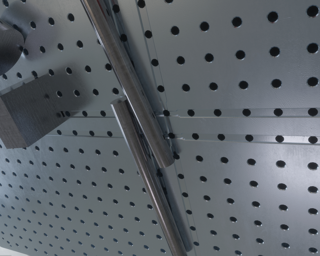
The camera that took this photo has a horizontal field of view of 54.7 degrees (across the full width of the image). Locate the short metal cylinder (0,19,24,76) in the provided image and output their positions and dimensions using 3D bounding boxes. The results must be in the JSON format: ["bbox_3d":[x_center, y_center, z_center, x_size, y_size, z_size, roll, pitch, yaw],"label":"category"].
[{"bbox_3d":[-0.239,-0.116,0.430,0.050,0.080,0.079,36,129,4],"label":"short metal cylinder"}]

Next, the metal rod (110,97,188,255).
[{"bbox_3d":[-0.009,0.093,0.473,0.025,0.025,0.298,-6,116,30],"label":"metal rod"}]

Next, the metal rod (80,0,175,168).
[{"bbox_3d":[-0.048,-0.079,0.387,0.025,0.025,0.299,-11,113,33],"label":"metal rod"}]

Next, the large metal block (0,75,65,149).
[{"bbox_3d":[-0.204,-0.024,0.468,0.050,0.080,0.080,-6,116,31],"label":"large metal block"}]
